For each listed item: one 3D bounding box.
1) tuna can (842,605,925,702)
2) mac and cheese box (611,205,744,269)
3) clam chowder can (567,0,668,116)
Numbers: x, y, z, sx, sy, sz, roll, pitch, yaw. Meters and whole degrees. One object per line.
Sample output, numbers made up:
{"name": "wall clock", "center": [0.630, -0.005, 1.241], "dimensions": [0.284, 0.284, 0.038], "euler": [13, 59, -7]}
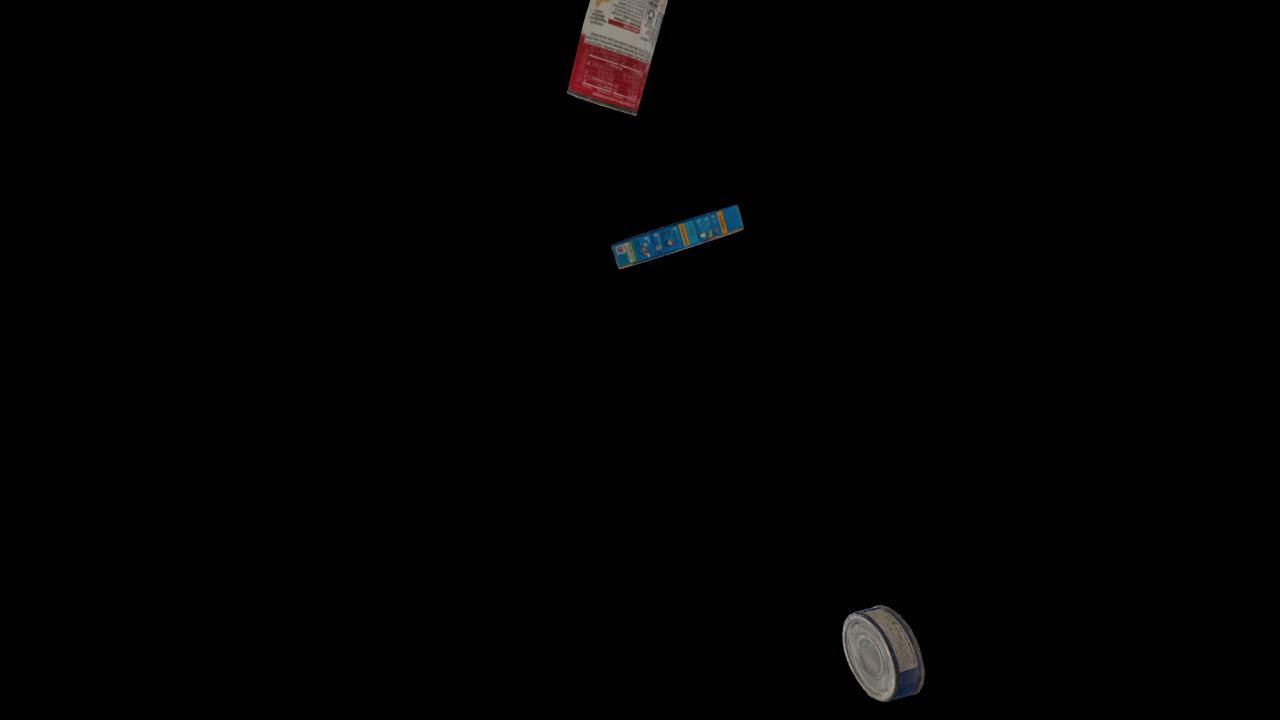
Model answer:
{"name": "tuna can", "center": [0.240, 0.292, 0.613], "dimensions": [0.034, 0.084, 0.084], "euler": [-6, 2, -18]}
{"name": "mac and cheese box", "center": [0.051, -0.178, 0.894], "dimensions": [0.184, 0.041, 0.093], "euler": [-17, 9, 2]}
{"name": "clam chowder can", "center": [-0.020, -0.278, 0.544], "dimensions": [0.068, 0.102, 0.068], "euler": [16, 23, -7]}
